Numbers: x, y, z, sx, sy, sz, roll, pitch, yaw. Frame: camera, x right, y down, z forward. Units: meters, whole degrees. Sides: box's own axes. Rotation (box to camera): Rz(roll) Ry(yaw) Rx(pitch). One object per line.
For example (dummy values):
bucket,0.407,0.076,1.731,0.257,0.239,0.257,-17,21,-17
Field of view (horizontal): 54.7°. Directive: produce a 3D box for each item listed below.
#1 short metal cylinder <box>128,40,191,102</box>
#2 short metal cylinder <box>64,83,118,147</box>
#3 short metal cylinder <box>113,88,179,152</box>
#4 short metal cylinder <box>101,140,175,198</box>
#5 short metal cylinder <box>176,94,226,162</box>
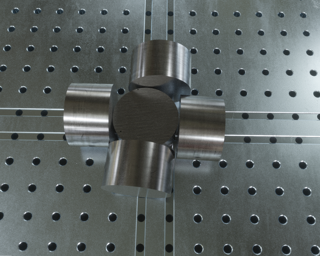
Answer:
short metal cylinder,0.001,-0.071,0.408,0.080,0.080,0.050,3,70,1
short metal cylinder,-0.083,-0.016,0.387,0.050,0.080,0.080,2,70,0
short metal cylinder,-0.018,-0.005,0.400,0.081,0.050,0.080,1,70,-1
short metal cylinder,-0.025,0.050,0.363,0.080,0.080,0.050,6,70,2
short metal cylinder,0.048,0.000,0.383,0.050,0.080,0.080,4,70,1
